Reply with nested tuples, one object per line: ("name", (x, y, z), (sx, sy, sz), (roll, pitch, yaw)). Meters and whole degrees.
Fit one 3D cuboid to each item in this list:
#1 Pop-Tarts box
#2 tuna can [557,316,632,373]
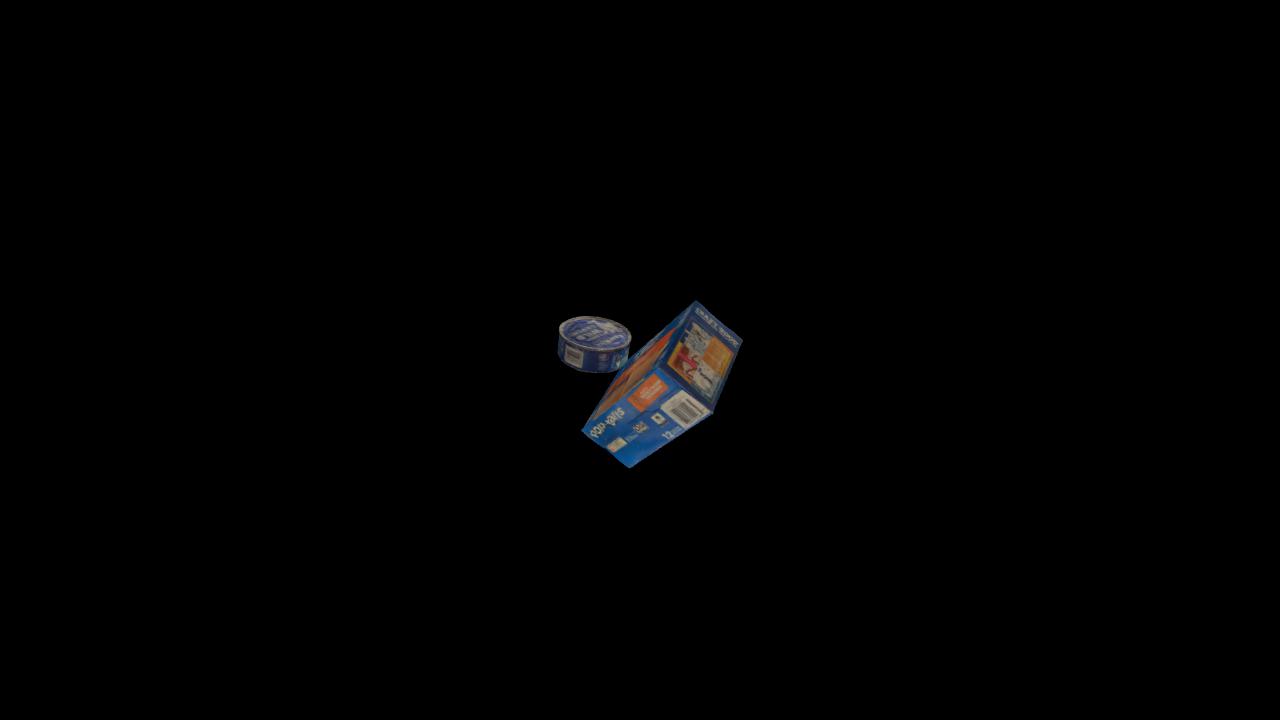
("Pop-Tarts box", (0.027, 0.031, 0.755), (0.167, 0.083, 0.141), (-40, 13, 42))
("tuna can", (-0.053, -0.018, 0.712), (0.084, 0.034, 0.084), (7, 27, -4))
